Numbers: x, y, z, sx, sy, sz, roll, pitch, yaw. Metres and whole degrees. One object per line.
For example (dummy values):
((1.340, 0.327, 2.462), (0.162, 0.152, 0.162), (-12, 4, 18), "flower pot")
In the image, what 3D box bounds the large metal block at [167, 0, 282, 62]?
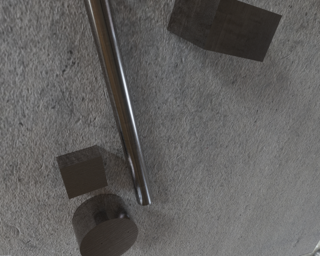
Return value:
((0.067, -0.114, 0.337), (0.081, 0.080, 0.050), (3, 117, -30), "large metal block")

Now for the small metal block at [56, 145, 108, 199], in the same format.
((-0.097, 0.055, 0.388), (0.050, 0.025, 0.050), (-17, 125, -19), "small metal block")

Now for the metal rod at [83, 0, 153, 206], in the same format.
((-0.042, -0.015, 0.374), (0.025, 0.025, 0.298), (-21, 127, -16), "metal rod")

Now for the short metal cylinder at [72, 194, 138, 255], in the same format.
((-0.077, 0.140, 0.435), (0.081, 0.050, 0.079), (-14, 124, -21), "short metal cylinder")
